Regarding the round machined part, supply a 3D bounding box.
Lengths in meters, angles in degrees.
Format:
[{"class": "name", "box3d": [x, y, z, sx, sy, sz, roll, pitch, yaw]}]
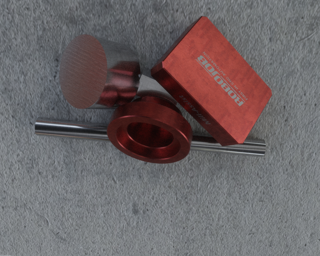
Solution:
[{"class": "round machined part", "box3d": [-0.010, 0.000, 0.369, 0.098, 0.042, 0.098, 10, 146, 7]}]

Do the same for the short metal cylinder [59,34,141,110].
[{"class": "short metal cylinder", "box3d": [-0.069, -0.061, 0.353, 0.080, 0.050, 0.079, 1, 92, 37]}]

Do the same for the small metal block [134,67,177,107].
[{"class": "small metal block", "box3d": [-0.002, -0.049, 0.378, 0.050, 0.050, 0.025, 22, 109, -8]}]

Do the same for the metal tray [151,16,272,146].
[{"class": "metal tray", "box3d": [0.064, -0.052, 0.362, 0.130, 0.030, 0.090, 43, 66, -15]}]

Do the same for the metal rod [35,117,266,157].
[{"class": "metal rod", "box3d": [-0.010, 0.013, 0.416, 0.302, 0.025, 0.025, 6, 110, -3]}]
